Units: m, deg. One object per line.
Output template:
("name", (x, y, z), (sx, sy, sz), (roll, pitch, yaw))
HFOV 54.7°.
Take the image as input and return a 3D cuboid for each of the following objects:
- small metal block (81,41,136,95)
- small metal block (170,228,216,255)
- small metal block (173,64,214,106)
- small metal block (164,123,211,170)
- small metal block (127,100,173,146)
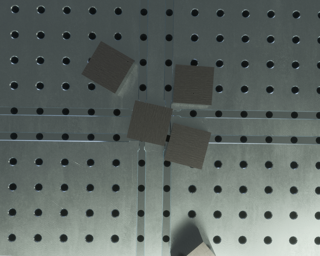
("small metal block", (-0.067, -0.079, 0.412), (0.050, 0.025, 0.050), (30, 90, -1))
("small metal block", (0.042, 0.164, 0.402), (0.050, 0.050, 0.025), (-40, 90, 0))
("small metal block", (0.044, -0.056, 0.414), (0.050, 0.025, 0.050), (4, 90, -1))
("small metal block", (0.036, 0.024, 0.414), (0.050, 0.025, 0.050), (15, 90, -1))
("small metal block", (-0.013, -0.006, 0.413), (0.050, 0.025, 0.050), (13, 90, -1))
